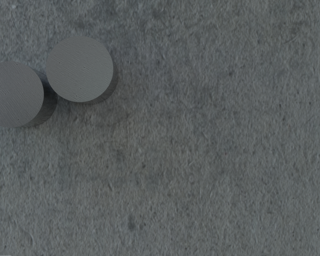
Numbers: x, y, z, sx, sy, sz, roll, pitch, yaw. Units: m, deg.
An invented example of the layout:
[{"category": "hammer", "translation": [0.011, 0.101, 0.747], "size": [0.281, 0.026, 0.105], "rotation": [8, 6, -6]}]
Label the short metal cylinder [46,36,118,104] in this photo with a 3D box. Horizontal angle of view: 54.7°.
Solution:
[{"category": "short metal cylinder", "translation": [-0.096, -0.071, 0.396], "size": [0.081, 0.050, 0.079], "rotation": [0, 90, -1]}]

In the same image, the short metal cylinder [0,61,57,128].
[{"category": "short metal cylinder", "translation": [-0.179, -0.040, 0.395], "size": [0.081, 0.050, 0.079], "rotation": [0, 90, -1]}]
